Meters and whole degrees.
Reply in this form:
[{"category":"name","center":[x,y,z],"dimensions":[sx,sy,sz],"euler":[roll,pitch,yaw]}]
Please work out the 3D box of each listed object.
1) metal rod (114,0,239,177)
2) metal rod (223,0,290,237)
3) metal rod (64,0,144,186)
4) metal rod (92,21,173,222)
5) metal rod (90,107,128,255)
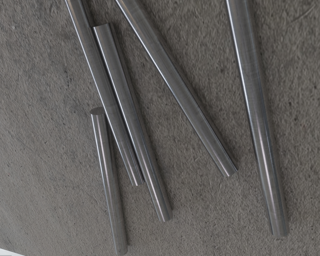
[{"category":"metal rod","center":[0.010,-0.068,0.358],"dimensions":[0.025,0.025,0.299],"euler":[-23,106,36]},{"category":"metal rod","center":[0.114,0.003,0.348],"dimensions":[0.025,0.025,0.298],"euler":[-4,117,30]},{"category":"metal rod","center":[-0.071,-0.050,0.412],"dimensions":[0.025,0.025,0.298],"euler":[-2,118,29]},{"category":"metal rod","center":[-0.030,0.008,0.427],"dimensions":[0.025,0.025,0.298],"euler":[-2,118,29]},{"category":"metal rod","center":[-0.080,0.104,0.513],"dimensions":[0.025,0.025,0.298],"euler":[11,123,22]}]
